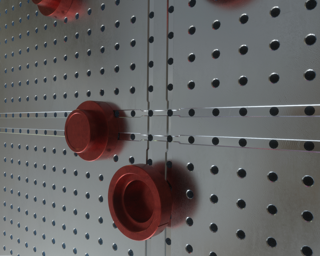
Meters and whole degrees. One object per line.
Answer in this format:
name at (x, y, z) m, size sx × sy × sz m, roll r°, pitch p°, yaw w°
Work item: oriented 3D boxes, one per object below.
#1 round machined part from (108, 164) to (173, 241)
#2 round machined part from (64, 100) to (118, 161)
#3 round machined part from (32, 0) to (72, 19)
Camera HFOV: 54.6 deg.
round machined part at (-0.022, 0.097, 0.418) m, size 0.098 × 0.042 × 0.097 m, roll 0°, pitch 90°, yaw 40°
round machined part at (-0.115, 0.005, 0.495) m, size 0.098 × 0.042 × 0.097 m, roll 0°, pitch 90°, yaw 40°
round machined part at (-0.202, -0.255, 0.567) m, size 0.098 × 0.042 × 0.097 m, roll 0°, pitch 90°, yaw 40°
